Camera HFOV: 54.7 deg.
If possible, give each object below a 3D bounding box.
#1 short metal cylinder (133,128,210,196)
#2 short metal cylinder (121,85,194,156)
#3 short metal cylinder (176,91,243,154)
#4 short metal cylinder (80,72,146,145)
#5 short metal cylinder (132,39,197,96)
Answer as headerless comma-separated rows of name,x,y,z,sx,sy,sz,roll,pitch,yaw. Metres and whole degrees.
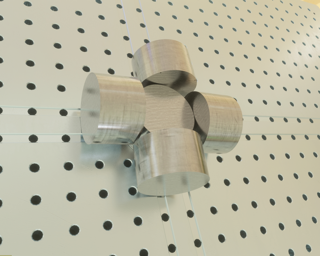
short metal cylinder,0.012,0.041,0.353,0.081,0.080,0.050,6,59,-25
short metal cylinder,-0.004,-0.008,0.395,0.081,0.050,0.080,14,55,-22
short metal cylinder,0.063,-0.006,0.411,0.050,0.080,0.080,4,60,-27
short metal cylinder,-0.056,-0.021,0.355,0.050,0.080,0.080,2,61,-28
short metal cylinder,0.005,-0.073,0.419,0.081,0.080,0.050,3,60,-27
